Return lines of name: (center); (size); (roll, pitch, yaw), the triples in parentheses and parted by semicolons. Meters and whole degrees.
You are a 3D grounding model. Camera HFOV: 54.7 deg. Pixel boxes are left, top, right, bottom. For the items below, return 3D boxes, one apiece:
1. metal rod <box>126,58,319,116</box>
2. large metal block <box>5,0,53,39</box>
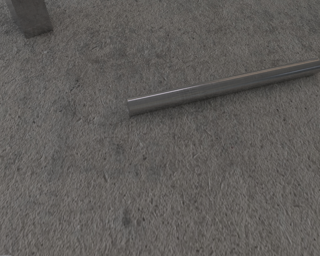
metal rod: (0.100, -0.063, 0.456); (0.302, 0.025, 0.025); (-13, 51, -11)
large metal block: (-0.239, -0.219, 0.550); (0.050, 0.080, 0.080); (-27, 55, -21)
